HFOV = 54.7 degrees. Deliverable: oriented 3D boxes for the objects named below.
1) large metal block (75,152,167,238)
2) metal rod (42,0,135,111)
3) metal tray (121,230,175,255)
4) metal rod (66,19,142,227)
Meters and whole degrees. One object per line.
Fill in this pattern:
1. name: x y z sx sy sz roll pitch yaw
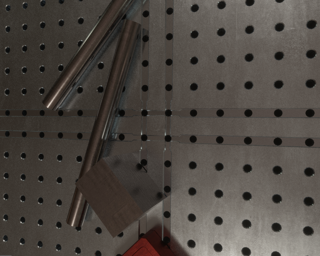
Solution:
1. large metal block: -0.047 0.081 0.399 0.050 0.080 0.080 -43 77 15
2. metal rod: -0.075 -0.147 0.437 0.025 0.025 0.299 42 103 14
3. metal tray: -0.003 0.216 0.410 0.090 0.030 0.130 -46 76 14
4. metal rod: -0.081 -0.003 0.439 0.025 0.025 0.298 19 96 18
